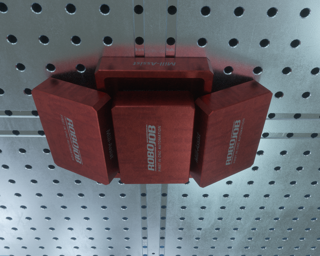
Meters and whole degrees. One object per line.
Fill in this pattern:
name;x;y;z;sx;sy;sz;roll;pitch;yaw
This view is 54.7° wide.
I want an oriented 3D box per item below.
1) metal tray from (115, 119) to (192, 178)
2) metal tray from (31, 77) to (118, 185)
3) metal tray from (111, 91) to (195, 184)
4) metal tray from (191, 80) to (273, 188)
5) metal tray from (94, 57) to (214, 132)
metal tray;-0.006;0.030;0.435;0.131;0.030;0.089;0;131;-1
metal tray;-0.101;0.007;0.389;0.090;0.030;0.129;17;134;19
metal tray;-0.007;0.016;0.382;0.091;0.030;0.129;0;130;0
metal tray;0.086;0.011;0.394;0.091;0.030;0.129;-19;134;-21
metal tray;-0.007;-0.038;0.375;0.131;0.030;0.089;0;131;-1
